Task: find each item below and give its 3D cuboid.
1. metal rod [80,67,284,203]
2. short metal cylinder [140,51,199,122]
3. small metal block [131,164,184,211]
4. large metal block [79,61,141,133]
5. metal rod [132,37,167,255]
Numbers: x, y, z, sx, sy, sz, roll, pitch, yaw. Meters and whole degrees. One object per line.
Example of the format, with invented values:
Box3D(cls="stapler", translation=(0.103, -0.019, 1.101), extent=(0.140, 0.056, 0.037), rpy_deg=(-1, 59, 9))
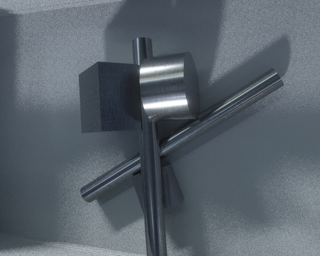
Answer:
Box3D(cls="metal rod", translation=(0.016, 0.018, 0.402), extent=(0.300, 0.025, 0.025), rpy_deg=(-33, 80, 16))
Box3D(cls="short metal cylinder", translation=(0.014, -0.048, 0.373), extent=(0.050, 0.080, 0.080), rpy_deg=(-5, 89, 18))
Box3D(cls="small metal block", translation=(-0.003, 0.081, 0.409), extent=(0.050, 0.025, 0.050), rpy_deg=(-22, 83, 18))
Box3D(cls="large metal block", translation=(-0.067, -0.035, 0.397), extent=(0.080, 0.050, 0.079), rpy_deg=(-5, 88, 60))
Box3D(cls="metal rod", translation=(-0.012, 0.038, 0.385), extent=(0.025, 0.025, 0.298), rpy_deg=(-5, 87, 19))
